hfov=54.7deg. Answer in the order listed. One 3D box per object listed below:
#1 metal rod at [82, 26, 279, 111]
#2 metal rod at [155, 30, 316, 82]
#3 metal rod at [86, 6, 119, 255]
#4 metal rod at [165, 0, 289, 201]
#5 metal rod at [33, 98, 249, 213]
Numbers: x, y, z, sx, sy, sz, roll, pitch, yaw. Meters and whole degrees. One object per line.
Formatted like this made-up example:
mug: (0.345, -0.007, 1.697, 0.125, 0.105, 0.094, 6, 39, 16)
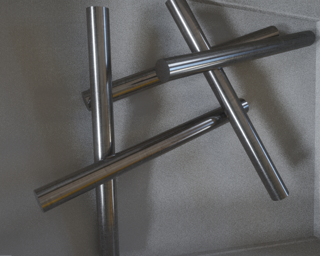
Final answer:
metal rod: (0.041, -0.088, 0.425, 0.302, 0.025, 0.025, -23, 98, -19)
metal rod: (0.120, -0.103, 0.414, 0.302, 0.025, 0.025, -20, 97, -34)
metal rod: (-0.066, 0.015, 0.365, 0.025, 0.025, 0.298, -4, 99, -20)
metal rod: (0.091, -0.036, 0.410, 0.025, 0.025, 0.299, -32, 96, -17)
metal rod: (0.001, 0.020, 0.380, 0.302, 0.025, 0.025, -24, 98, -30)
